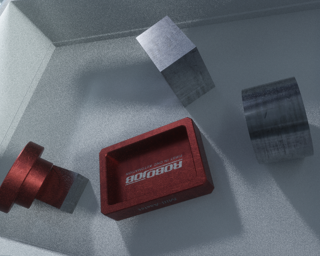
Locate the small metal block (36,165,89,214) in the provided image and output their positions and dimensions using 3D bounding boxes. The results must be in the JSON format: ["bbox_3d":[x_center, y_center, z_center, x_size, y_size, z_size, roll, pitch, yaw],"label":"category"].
[{"bbox_3d":[-0.133,0.083,0.423,0.050,0.025,0.050,11,67,32],"label":"small metal block"}]

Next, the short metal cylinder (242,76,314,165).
[{"bbox_3d":[0.118,-0.007,0.313,0.050,0.080,0.080,-13,56,21],"label":"short metal cylinder"}]

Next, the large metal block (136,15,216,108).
[{"bbox_3d":[0.021,-0.087,0.411,0.050,0.080,0.080,-35,52,5],"label":"large metal block"}]

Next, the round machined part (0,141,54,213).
[{"bbox_3d":[-0.182,0.071,0.424,0.097,0.042,0.098,-55,16,24],"label":"round machined part"}]

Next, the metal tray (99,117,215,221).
[{"bbox_3d":[-0.009,0.050,0.375,0.130,0.030,0.090,-21,54,15],"label":"metal tray"}]
